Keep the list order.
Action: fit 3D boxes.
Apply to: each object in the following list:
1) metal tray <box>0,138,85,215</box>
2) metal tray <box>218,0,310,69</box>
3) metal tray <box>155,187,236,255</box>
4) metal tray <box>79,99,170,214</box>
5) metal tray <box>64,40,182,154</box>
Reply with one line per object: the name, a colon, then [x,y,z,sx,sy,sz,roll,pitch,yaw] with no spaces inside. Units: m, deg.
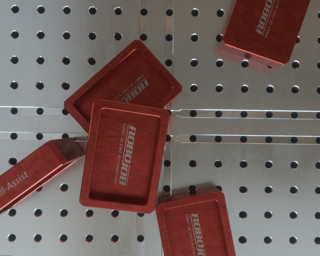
metal tray: [-0.163,0.063,0.378,0.130,0.090,0.030,-36,90,0]
metal tray: [0.143,-0.155,0.413,0.090,0.030,0.129,19,90,-1]
metal tray: [0.049,0.152,0.411,0.091,0.030,0.129,-11,90,-1]
metal tray: [-0.043,0.034,0.381,0.091,0.030,0.129,9,95,-7]
metal tray: [-0.047,-0.040,0.410,0.130,0.030,0.090,-42,91,-1]
